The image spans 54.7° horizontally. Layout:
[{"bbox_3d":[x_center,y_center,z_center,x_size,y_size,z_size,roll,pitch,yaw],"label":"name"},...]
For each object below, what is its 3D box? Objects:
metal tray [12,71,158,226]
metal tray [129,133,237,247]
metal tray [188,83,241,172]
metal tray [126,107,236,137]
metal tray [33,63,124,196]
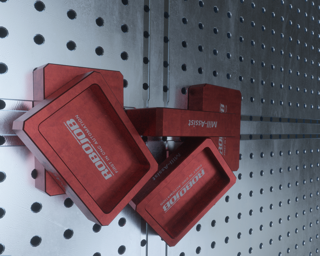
[{"bbox_3d":[-0.066,0.021,0.310,0.090,0.030,0.130,-46,118,-31],"label":"metal tray"},{"bbox_3d":[0.032,0.081,0.411,0.130,0.030,0.090,-42,118,-13],"label":"metal tray"},{"bbox_3d":[0.085,0.002,0.479,0.091,0.030,0.129,4,88,-40],"label":"metal tray"},{"bbox_3d":[0.020,-0.005,0.384,0.131,0.090,0.030,2,89,-40],"label":"metal tray"},{"bbox_3d":[-0.085,0.001,0.336,0.091,0.030,0.129,-1,92,-40],"label":"metal tray"}]
